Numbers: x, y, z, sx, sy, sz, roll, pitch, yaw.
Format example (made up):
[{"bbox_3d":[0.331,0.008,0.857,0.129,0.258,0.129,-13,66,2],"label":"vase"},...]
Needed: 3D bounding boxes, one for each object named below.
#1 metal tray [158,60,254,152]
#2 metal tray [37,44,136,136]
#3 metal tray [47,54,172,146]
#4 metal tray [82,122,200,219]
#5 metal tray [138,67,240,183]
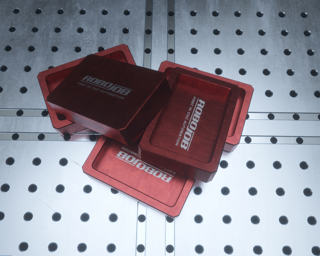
[{"bbox_3d":[0.050,-0.031,0.420,0.130,0.030,0.090,18,71,7],"label":"metal tray"},{"bbox_3d":[-0.091,-0.054,0.428,0.131,0.030,0.090,-21,71,-7],"label":"metal tray"},{"bbox_3d":[-0.063,-0.040,0.380,0.130,0.030,0.090,20,62,30],"label":"metal tray"},{"bbox_3d":[-0.019,0.045,0.392,0.130,0.030,0.090,25,72,9],"label":"metal tray"},{"bbox_3d":[0.038,-0.009,0.379,0.090,0.030,0.130,19,60,7],"label":"metal tray"}]
